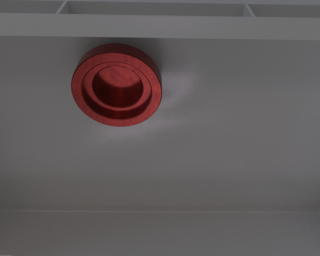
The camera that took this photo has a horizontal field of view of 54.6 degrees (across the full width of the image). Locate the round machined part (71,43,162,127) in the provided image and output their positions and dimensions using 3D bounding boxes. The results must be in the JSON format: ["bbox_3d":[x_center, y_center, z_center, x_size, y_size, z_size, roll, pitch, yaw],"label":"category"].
[{"bbox_3d":[-0.047,-0.051,0.354,0.099,0.042,0.097,0,130,0],"label":"round machined part"}]
